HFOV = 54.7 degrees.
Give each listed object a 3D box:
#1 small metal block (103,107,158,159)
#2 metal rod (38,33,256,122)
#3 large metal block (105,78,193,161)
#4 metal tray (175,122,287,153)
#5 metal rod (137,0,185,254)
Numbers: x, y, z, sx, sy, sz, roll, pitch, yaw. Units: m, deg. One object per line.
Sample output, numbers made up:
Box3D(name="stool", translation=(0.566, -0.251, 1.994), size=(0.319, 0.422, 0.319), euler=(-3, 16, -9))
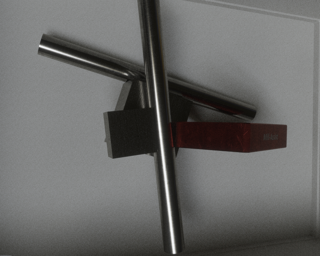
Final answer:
Box3D(name="small metal block", translation=(-0.033, 0.005, 0.344), size=(0.050, 0.025, 0.050), euler=(-7, 92, -21))
Box3D(name="metal rod", translation=(-0.001, -0.060, 0.410), size=(0.302, 0.025, 0.025), euler=(15, 85, -20))
Box3D(name="large metal block", translation=(-0.015, -0.008, 0.391), size=(0.081, 0.050, 0.080), euler=(19, 84, -20))
Box3D(name="metal tray", translation=(0.091, 0.009, 0.381), size=(0.131, 0.090, 0.030), euler=(1, 91, -52))
Box3D(name="metal rod", translation=(0.001, -0.006, 0.357), size=(0.025, 0.025, 0.298), euler=(-7, 93, -20))
